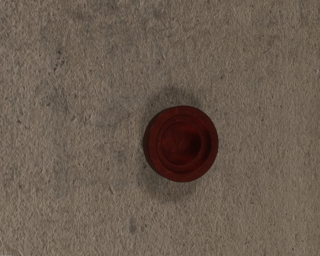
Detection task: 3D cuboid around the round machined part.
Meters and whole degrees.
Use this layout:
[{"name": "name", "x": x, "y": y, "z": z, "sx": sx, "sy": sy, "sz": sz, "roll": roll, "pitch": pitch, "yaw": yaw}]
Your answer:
[{"name": "round machined part", "x": 0.024, "y": 0.020, "z": 0.410, "sx": 0.099, "sy": 0.042, "sz": 0.097, "roll": 0, "pitch": 90, "yaw": -21}]
